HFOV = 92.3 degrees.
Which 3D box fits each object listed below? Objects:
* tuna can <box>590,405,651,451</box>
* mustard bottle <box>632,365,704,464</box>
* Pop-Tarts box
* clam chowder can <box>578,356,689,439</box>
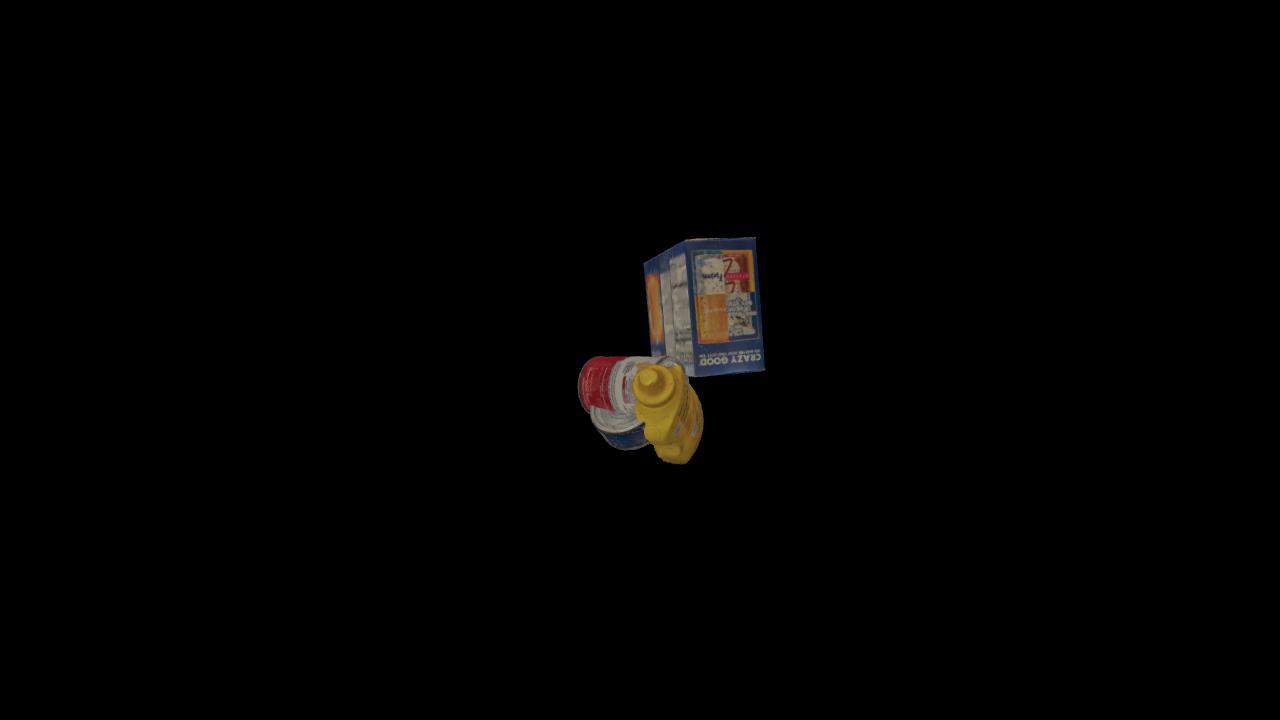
[{"bbox_3d":[-0.011,0.051,0.653,0.084,0.084,0.034,0,-36,29],"label":"tuna can"},{"bbox_3d":[0.029,0.049,0.656,0.054,0.092,0.184,12,-18,18],"label":"mustard bottle"},{"bbox_3d":[0.068,-0.055,0.701,0.083,0.141,0.167,-5,2,-14],"label":"Pop-Tarts box"},{"bbox_3d":[-0.007,0.029,0.653,0.102,0.068,0.068,0,0,40],"label":"clam chowder can"}]
